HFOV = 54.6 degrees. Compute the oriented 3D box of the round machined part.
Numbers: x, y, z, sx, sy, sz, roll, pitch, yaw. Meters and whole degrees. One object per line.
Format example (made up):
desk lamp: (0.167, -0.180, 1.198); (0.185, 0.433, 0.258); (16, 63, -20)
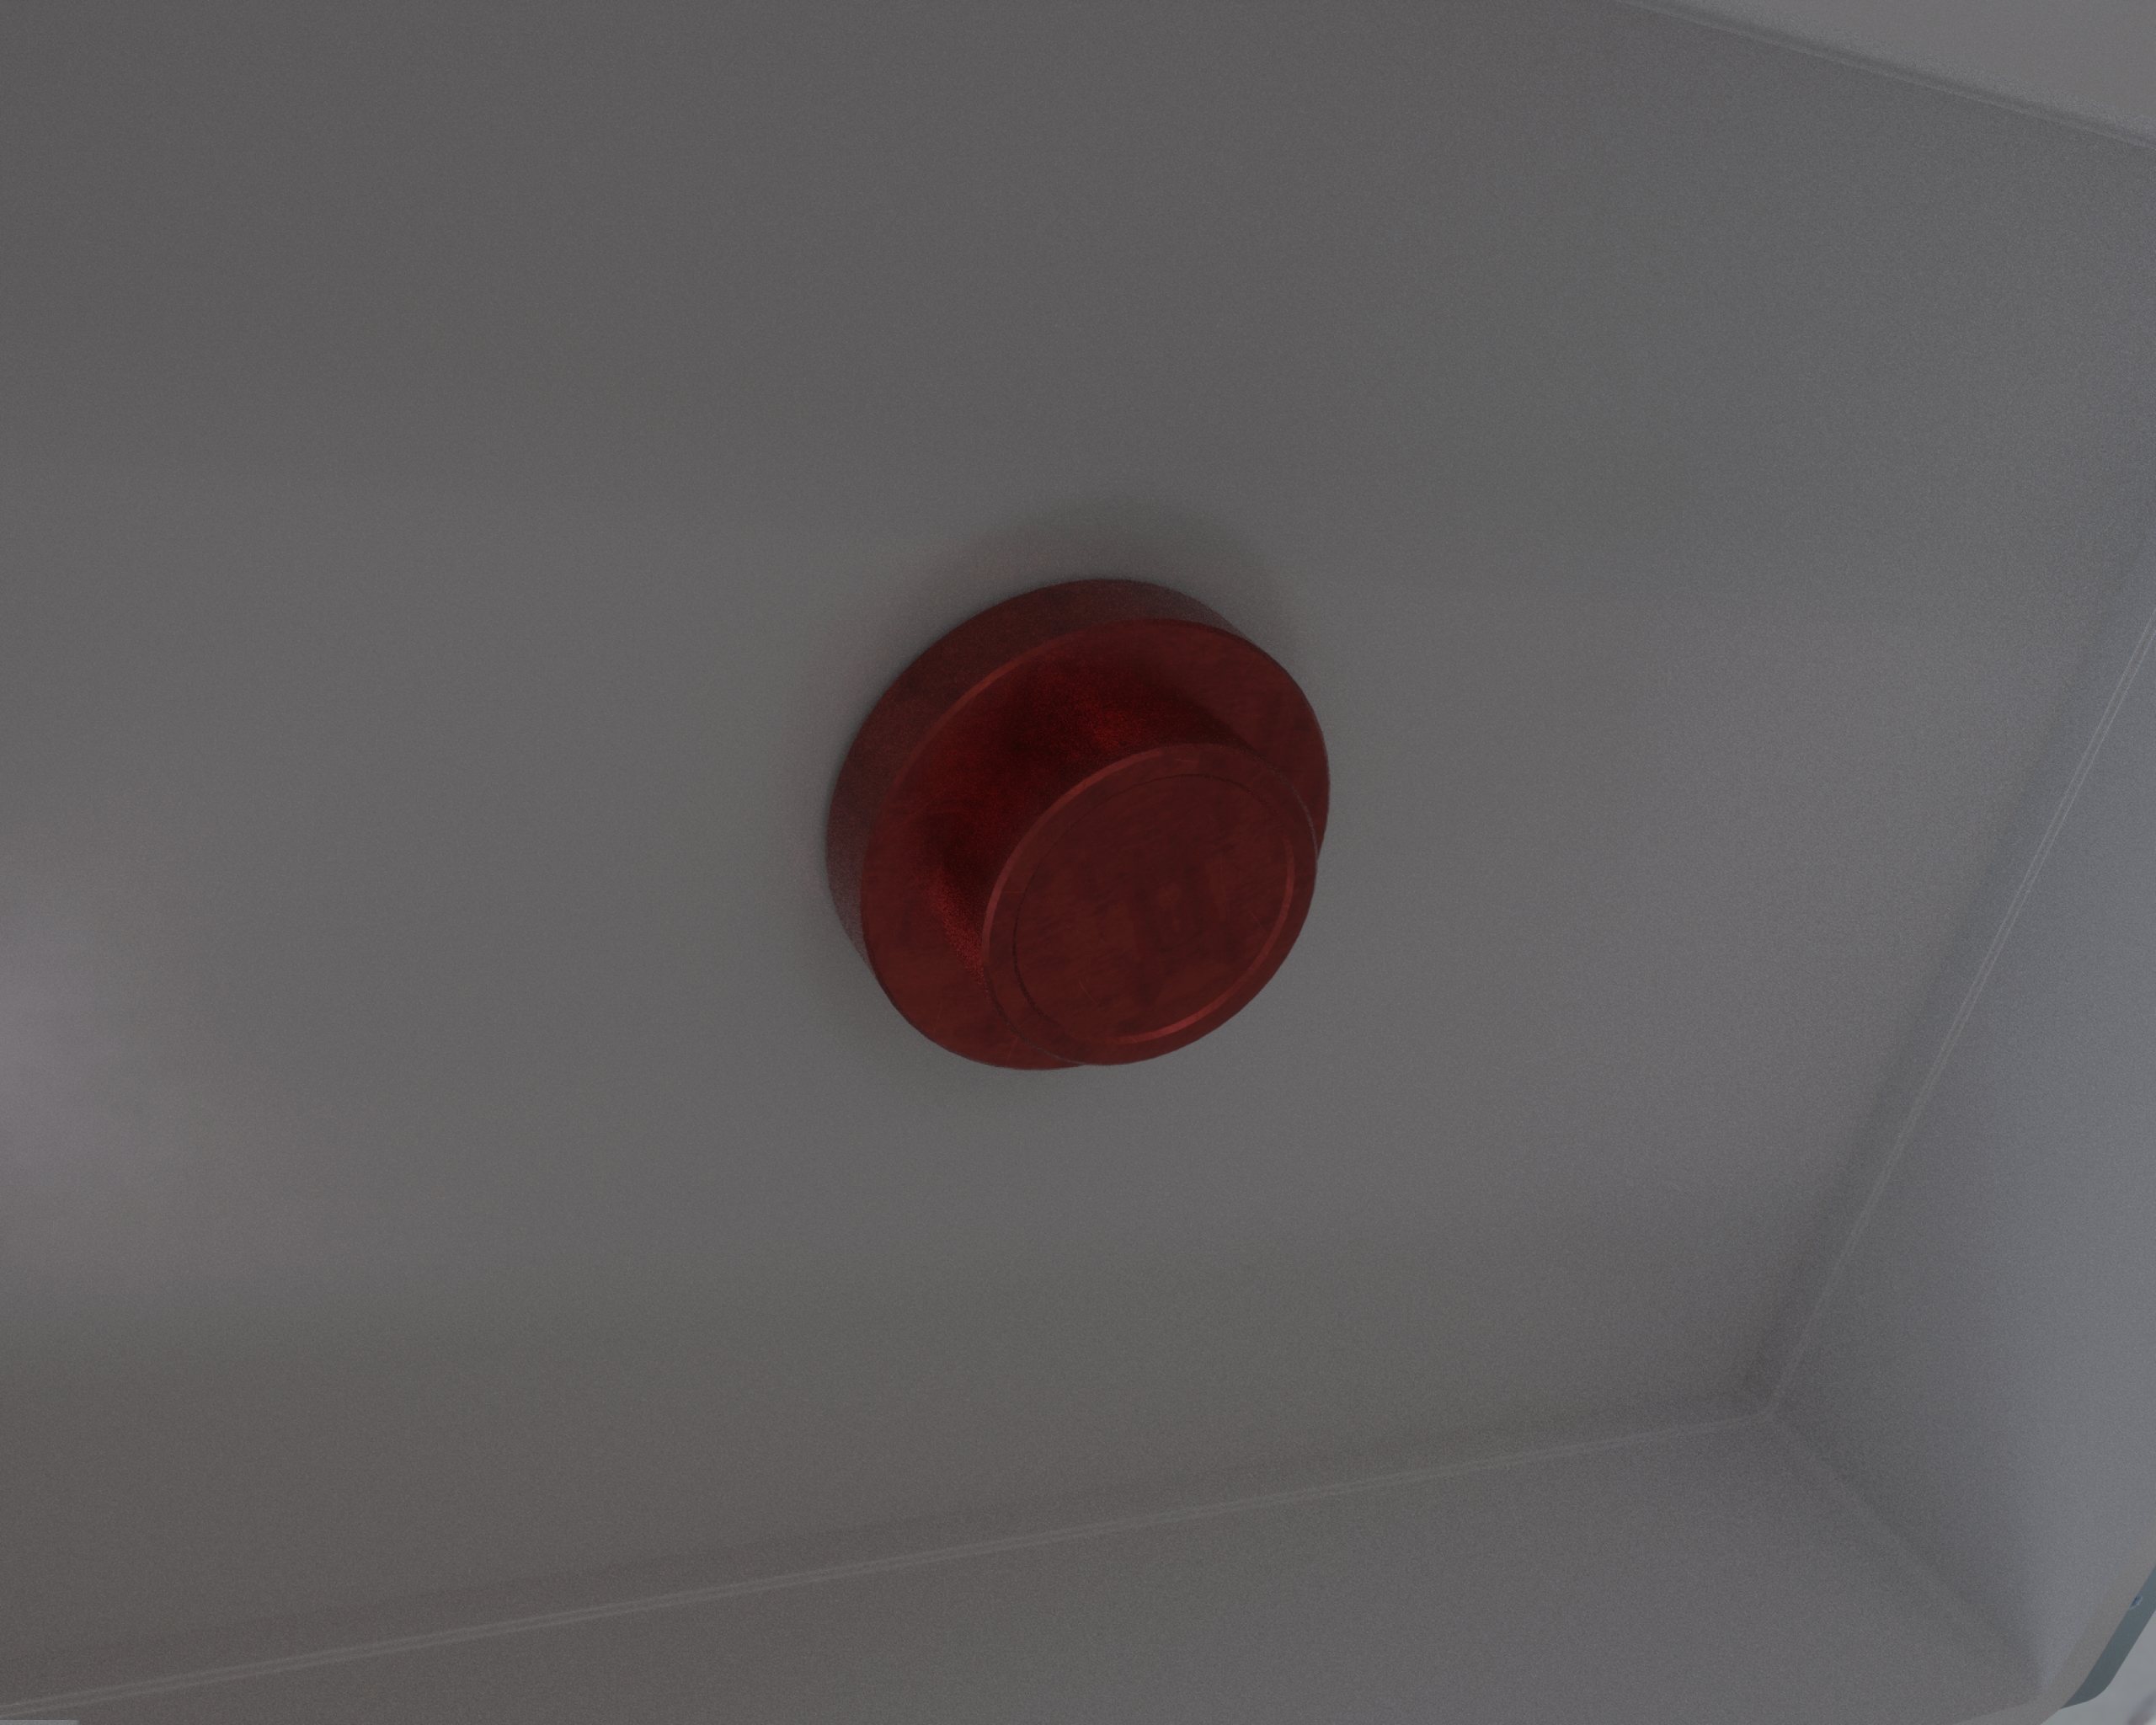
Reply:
round machined part: (0.006, -0.001, 0.396); (0.099, 0.042, 0.097); (-14, 124, -21)
